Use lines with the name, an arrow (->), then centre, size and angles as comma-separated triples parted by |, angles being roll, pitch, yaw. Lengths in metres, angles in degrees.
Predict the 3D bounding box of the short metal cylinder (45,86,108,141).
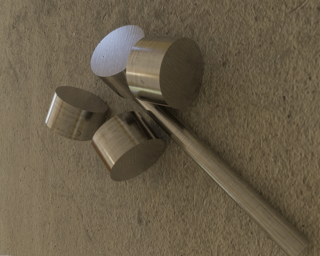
short metal cylinder -> -0.127, -0.023, 0.474 | 0.080, 0.081, 0.050 | 40, 115, 32

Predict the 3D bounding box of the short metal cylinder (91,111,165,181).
short metal cylinder -> -0.041, 0.024, 0.403 | 0.050, 0.081, 0.080 | 52, 120, 27

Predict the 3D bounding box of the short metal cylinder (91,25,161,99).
short metal cylinder -> -0.042, -0.085, 0.402 | 0.080, 0.050, 0.080 | -15, 56, 23

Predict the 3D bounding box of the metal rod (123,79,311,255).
metal rod -> 0.043, 0.024, 0.369 | 0.300, 0.025, 0.025 | 45, 117, 30

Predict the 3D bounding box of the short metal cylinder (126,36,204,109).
short metal cylinder -> 0.007, -0.066, 0.363 | 0.050, 0.081, 0.079 | 16, 101, 39
